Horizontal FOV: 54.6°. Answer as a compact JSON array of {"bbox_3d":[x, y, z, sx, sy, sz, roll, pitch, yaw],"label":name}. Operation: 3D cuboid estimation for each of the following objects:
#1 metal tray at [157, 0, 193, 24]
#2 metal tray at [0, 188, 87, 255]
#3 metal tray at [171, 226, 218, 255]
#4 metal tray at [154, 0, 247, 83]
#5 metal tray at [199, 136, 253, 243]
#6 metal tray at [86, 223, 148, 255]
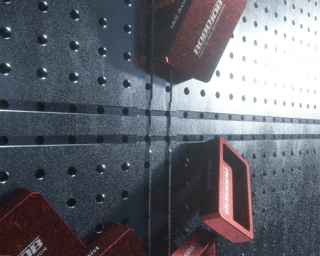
[{"bbox_3d":[0.058,-0.200,0.452,0.131,0.030,0.090,8,85,-40],"label":"metal tray"},{"bbox_3d":[-0.144,0.131,0.285,0.131,0.030,0.090,-44,117,-31],"label":"metal tray"},{"bbox_3d":[0.031,0.203,0.403,0.131,0.030,0.089,-30,124,-46],"label":"metal tray"},{"bbox_3d":[0.057,-0.137,0.421,0.091,0.030,0.129,19,99,-41],"label":"metal tray"},{"bbox_3d":[0.098,0.088,0.454,0.090,0.030,0.130,41,41,-32],"label":"metal tray"},{"bbox_3d":[-0.069,0.184,0.348,0.131,0.030,0.090,-35,112,-34],"label":"metal tray"}]
